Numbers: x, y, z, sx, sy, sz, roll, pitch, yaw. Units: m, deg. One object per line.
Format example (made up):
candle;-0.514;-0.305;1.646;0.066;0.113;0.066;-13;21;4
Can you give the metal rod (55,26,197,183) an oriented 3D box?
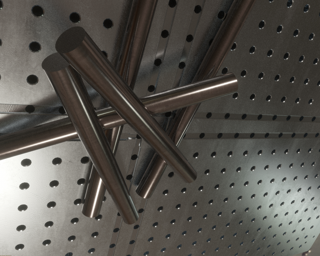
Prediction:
metal rod;-0.010;0.004;0.344;0.025;0.025;0.300;-40;145;-1

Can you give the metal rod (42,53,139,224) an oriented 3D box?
metal rod;-0.063;0.041;0.359;0.025;0.025;0.299;-26;142;-12

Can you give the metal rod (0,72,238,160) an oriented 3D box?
metal rod;-0.057;-0.012;0.343;0.302;0.025;0.025;-16;126;-8

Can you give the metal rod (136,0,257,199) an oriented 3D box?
metal rod;0.040;-0.031;0.415;0.025;0.025;0.298;15;111;-35

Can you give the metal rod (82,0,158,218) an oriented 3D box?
metal rod;-0.054;-0.015;0.373;0.025;0.025;0.298;4;117;-31
